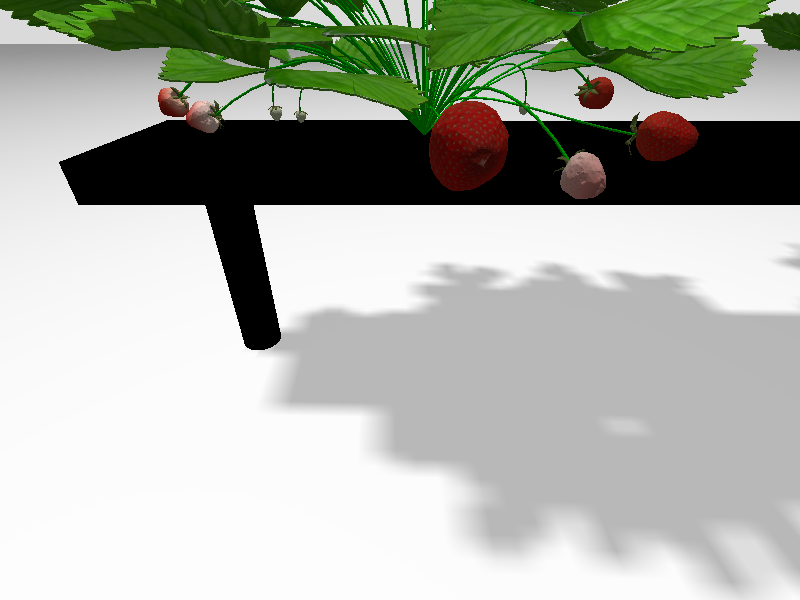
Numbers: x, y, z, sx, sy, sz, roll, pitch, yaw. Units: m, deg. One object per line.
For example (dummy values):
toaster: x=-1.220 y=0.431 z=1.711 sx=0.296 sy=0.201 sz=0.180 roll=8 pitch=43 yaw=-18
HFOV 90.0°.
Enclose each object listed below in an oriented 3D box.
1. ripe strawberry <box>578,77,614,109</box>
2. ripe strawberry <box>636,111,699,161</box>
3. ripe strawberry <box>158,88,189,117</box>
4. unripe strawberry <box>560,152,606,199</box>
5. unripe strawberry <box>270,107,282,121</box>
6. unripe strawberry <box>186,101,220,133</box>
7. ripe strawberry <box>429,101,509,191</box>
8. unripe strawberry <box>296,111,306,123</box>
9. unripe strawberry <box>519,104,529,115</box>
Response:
ripe strawberry: x=0.209 y=-0.217 z=0.422 sx=0.035 sy=0.030 sz=0.035 roll=0 pitch=28 yaw=-38
ripe strawberry: x=0.168 y=-0.103 z=0.253 sx=0.034 sy=0.029 sz=0.034 roll=18 pitch=38 yaw=24
ripe strawberry: x=-0.221 y=-0.190 z=0.389 sx=0.028 sy=0.027 sz=0.026 roll=-15 pitch=25 yaw=29
unripe strawberry: x=0.090 y=-0.059 z=0.196 sx=0.020 sy=0.021 sz=0.022 roll=-14 pitch=-36 yaw=-20
unripe strawberry: x=-0.114 y=-0.171 z=0.369 sx=0.011 sy=0.012 sz=0.011 roll=12 pitch=36 yaw=17
unripe strawberry: x=-0.160 y=-0.148 z=0.325 sx=0.025 sy=0.024 sz=0.027 roll=-5 pitch=34 yaw=4
ripe strawberry: x=0.037 y=-0.078 z=0.208 sx=0.042 sy=0.045 sz=0.045 roll=-4 pitch=35 yaw=-6
unripe strawberry: x=-0.091 y=-0.168 z=0.366 sx=0.010 sy=0.010 sz=0.009 roll=13 pitch=36 yaw=19
unripe strawberry: x=0.124 y=-0.191 z=0.401 sx=0.010 sy=0.010 sz=0.011 roll=-26 pitch=42 yaw=-33
